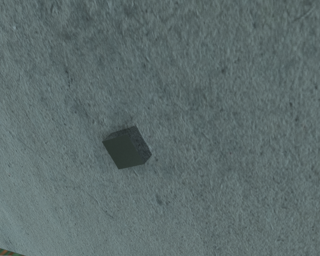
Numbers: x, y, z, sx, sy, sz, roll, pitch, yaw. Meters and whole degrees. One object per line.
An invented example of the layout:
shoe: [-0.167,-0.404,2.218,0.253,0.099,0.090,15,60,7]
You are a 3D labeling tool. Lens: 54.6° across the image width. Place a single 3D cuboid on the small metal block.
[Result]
small metal block: [-0.048,0.029,0.451,0.050,0.025,0.050,-16,110,34]
